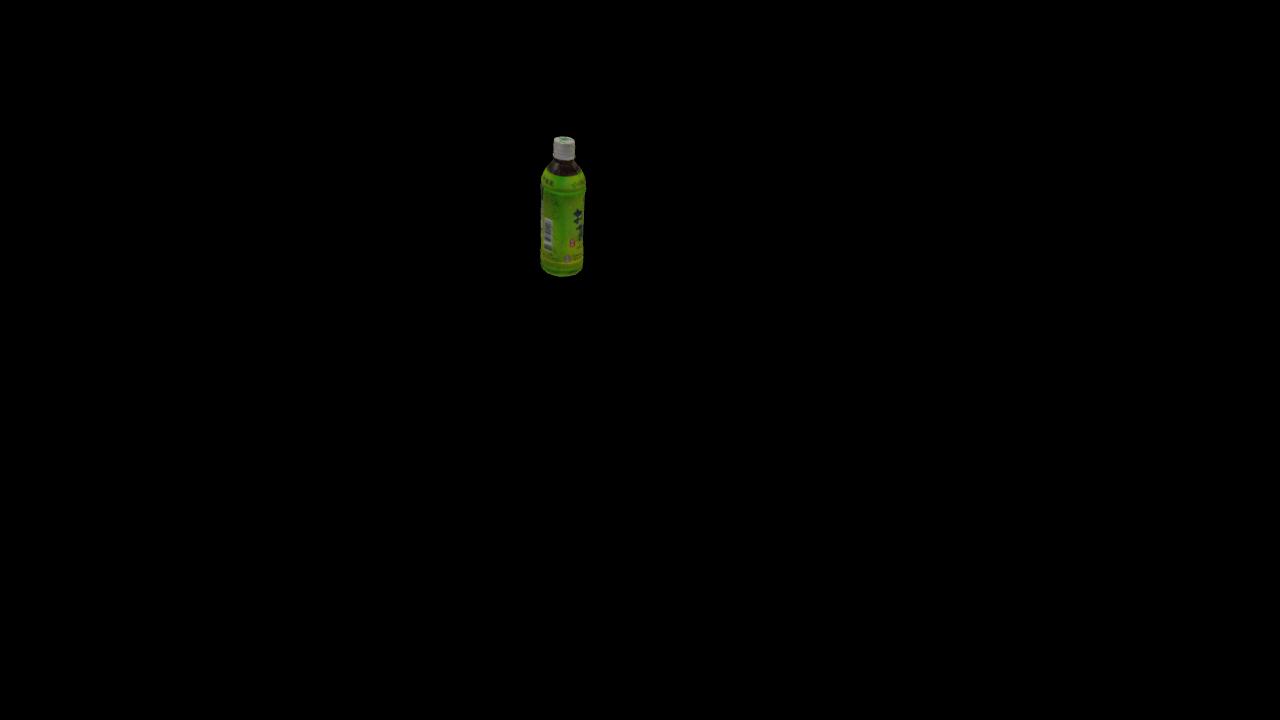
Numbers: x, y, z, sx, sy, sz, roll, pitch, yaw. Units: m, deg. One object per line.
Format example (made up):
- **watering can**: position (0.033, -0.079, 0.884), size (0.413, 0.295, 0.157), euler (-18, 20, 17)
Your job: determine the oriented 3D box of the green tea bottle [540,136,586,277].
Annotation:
- **green tea bottle**: position (-0.118, -0.232, 0.940), size (0.073, 0.212, 0.073), euler (4, 41, -3)
